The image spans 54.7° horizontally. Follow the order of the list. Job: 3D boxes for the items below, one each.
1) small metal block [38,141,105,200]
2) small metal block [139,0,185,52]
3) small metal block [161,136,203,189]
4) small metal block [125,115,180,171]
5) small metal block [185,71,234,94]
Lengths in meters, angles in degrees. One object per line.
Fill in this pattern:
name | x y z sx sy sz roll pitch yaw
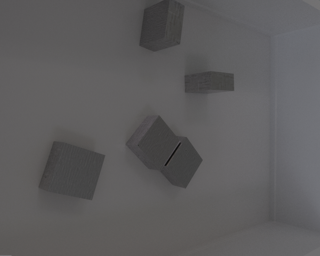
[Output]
small metal block | -0.092 0.046 0.329 0.050 0.025 0.050 24 75 -38
small metal block | 0.002 -0.129 0.391 0.025 0.050 0.050 12 83 -40
small metal block | 0.027 0.046 0.426 0.050 0.025 0.050 -54 126 -26
small metal block | -0.008 0.019 0.400 0.050 0.025 0.050 51 60 -28
small metal block | 0.072 -0.065 0.450 0.050 0.050 0.025 -3 92 -40
